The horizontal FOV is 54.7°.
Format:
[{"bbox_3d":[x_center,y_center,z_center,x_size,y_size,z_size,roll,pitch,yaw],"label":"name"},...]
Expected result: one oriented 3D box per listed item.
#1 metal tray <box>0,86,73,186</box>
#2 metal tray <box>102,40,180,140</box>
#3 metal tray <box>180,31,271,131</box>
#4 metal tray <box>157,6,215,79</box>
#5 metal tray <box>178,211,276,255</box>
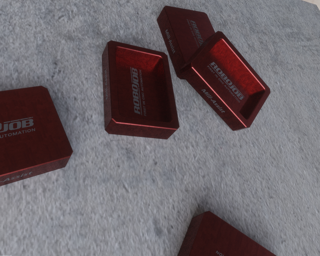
[{"bbox_3d":[-0.165,0.011,0.305,0.131,0.030,0.090,-15,70,-34],"label":"metal tray"},{"bbox_3d":[-0.028,-0.052,0.418,0.091,0.030,0.130,7,59,-25],"label":"metal tray"},{"bbox_3d":[0.103,-0.071,0.472,0.130,0.030,0.090,45,61,-13],"label":"metal tray"},{"bbox_3d":[0.056,-0.142,0.519,0.091,0.030,0.130,-3,63,-30],"label":"metal tray"},{"bbox_3d":[0.082,0.166,0.346,0.130,0.030,0.090,35,51,-6],"label":"metal tray"}]
